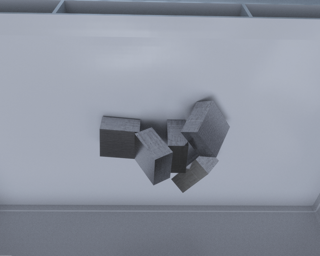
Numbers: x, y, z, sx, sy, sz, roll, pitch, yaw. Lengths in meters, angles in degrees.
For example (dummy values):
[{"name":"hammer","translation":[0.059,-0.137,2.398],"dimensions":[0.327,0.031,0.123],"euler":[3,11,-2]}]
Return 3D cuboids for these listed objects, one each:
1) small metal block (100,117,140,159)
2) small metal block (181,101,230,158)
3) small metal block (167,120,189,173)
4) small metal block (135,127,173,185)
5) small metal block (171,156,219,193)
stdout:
[{"name":"small metal block","translation":[-0.054,0.014,0.417],"dimensions":[0.050,0.025,0.050],"euler":[5,130,-5]},{"name":"small metal block","translation":[0.058,0.002,0.389],"dimensions":[0.025,0.050,0.050],"euler":[0,140,44]},{"name":"small metal block","translation":[0.022,0.024,0.412],"dimensions":[0.025,0.050,0.050],"euler":[1,130,-1]},{"name":"small metal block","translation":[-0.009,0.036,0.397],"dimensions":[0.025,0.050,0.050],"euler":[-21,138,-24]},{"name":"small metal block","translation":[0.050,0.059,0.439],"dimensions":[0.025,0.050,0.050],"euler":[50,120,6]}]
